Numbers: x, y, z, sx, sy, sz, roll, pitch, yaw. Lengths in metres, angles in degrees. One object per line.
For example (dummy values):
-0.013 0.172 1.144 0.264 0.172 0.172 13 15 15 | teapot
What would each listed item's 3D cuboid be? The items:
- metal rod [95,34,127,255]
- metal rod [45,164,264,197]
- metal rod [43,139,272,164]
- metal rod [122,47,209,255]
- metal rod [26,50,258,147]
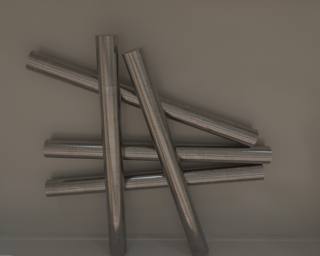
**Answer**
-0.060 0.037 0.395 0.025 0.025 0.298 0 110 -1 | metal rod
-0.008 0.073 0.437 0.302 0.025 0.025 -5 110 1 | metal rod
-0.002 0.032 0.421 0.302 0.025 0.025 2 110 -1 | metal rod
0.014 0.046 0.400 0.025 0.025 0.298 -17 110 6 | metal rod
-0.016 -0.034 0.396 0.302 0.025 0.025 19 109 -8 | metal rod
